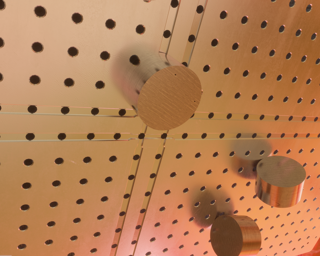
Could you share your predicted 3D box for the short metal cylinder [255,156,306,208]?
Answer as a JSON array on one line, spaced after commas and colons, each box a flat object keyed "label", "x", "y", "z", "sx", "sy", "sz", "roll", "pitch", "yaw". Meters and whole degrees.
[{"label": "short metal cylinder", "x": 0.211, "y": 0.094, "z": 0.549, "sx": 0.081, "sy": 0.080, "sz": 0.050, "roll": -19, "pitch": 126, "yaw": -17}]

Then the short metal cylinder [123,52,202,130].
[{"label": "short metal cylinder", "x": 0.002, "y": -0.044, "z": 0.369, "sx": 0.081, "sy": 0.050, "sz": 0.079, "roll": -14, "pitch": 124, "yaw": -21}]

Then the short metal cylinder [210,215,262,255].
[{"label": "short metal cylinder", "x": 0.140, "y": 0.204, "z": 0.579, "sx": 0.050, "sy": 0.080, "sz": 0.079, "roll": 12, "pitch": 112, "yaw": -34}]
